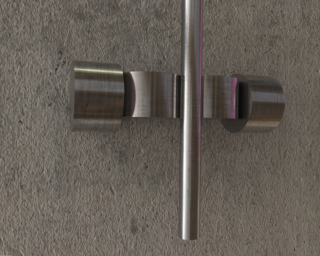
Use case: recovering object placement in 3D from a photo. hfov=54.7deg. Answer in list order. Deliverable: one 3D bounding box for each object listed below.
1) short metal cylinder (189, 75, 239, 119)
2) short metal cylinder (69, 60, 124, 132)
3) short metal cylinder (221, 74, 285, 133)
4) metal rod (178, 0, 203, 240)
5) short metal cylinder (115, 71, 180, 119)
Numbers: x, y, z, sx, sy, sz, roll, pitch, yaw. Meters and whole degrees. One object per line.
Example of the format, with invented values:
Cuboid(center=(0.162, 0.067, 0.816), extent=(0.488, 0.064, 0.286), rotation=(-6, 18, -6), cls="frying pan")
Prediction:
Cuboid(center=(0.062, -0.037, 0.403), extent=(0.081, 0.080, 0.050), rotation=(1, 90, -20), cls="short metal cylinder")
Cuboid(center=(-0.075, -0.035, 0.354), extent=(0.050, 0.080, 0.080), rotation=(1, 90, -20), cls="short metal cylinder")
Cuboid(center=(0.123, -0.033, 0.427), extent=(0.050, 0.080, 0.080), rotation=(1, 90, -20), cls="short metal cylinder")
Cuboid(center=(0.036, -0.024, 0.358), extent=(0.025, 0.025, 0.298), rotation=(1, 90, -20), cls="metal rod")
Cuboid(center=(-0.014, -0.037, 0.376), extent=(0.081, 0.080, 0.050), rotation=(1, 90, -20), cls="short metal cylinder")
